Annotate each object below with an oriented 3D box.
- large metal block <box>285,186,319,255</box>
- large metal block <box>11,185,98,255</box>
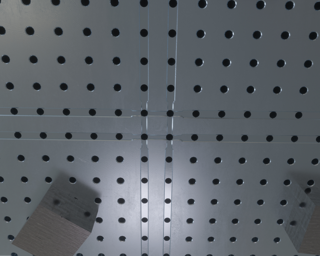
[{"bbox_3d":[0.241,0.137,0.452,0.080,0.050,0.079,8,110,-3],"label":"large metal block"},{"bbox_3d":[-0.151,0.144,0.452,0.080,0.050,0.080,34,106,-12],"label":"large metal block"}]
